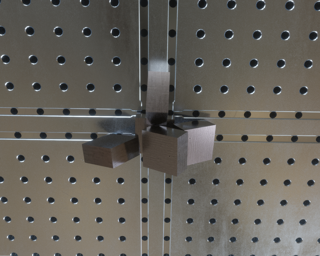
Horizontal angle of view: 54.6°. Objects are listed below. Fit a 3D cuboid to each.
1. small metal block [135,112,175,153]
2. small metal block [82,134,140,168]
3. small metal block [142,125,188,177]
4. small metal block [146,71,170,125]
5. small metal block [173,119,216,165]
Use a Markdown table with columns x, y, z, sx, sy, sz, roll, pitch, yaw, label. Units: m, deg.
| x | y | z | sx | sy | sz | roll | pitch | yaw | label |
| --- | --- | --- | --- | --- | --- | --- | --- | --- | --- |
| -0.007 | 0.007 | 0.416 | 0.050 | 0.025 | 0.050 | 2 | 110 | -1 | small metal block |
| -0.063 | 0.028 | 0.399 | 0.050 | 0.050 | 0.025 | 5 | 108 | 35 | small metal block |
| 0.006 | 0.027 | 0.384 | 0.050 | 0.025 | 0.050 | 12 | 113 | 31 | small metal block |
| -0.003 | -0.035 | 0.376 | 0.025 | 0.050 | 0.050 | 3 | 74 | 0 | small metal block |
| 0.044 | 0.019 | 0.409 | 0.050 | 0.025 | 0.050 | -9 | 113 | -30 | small metal block |
